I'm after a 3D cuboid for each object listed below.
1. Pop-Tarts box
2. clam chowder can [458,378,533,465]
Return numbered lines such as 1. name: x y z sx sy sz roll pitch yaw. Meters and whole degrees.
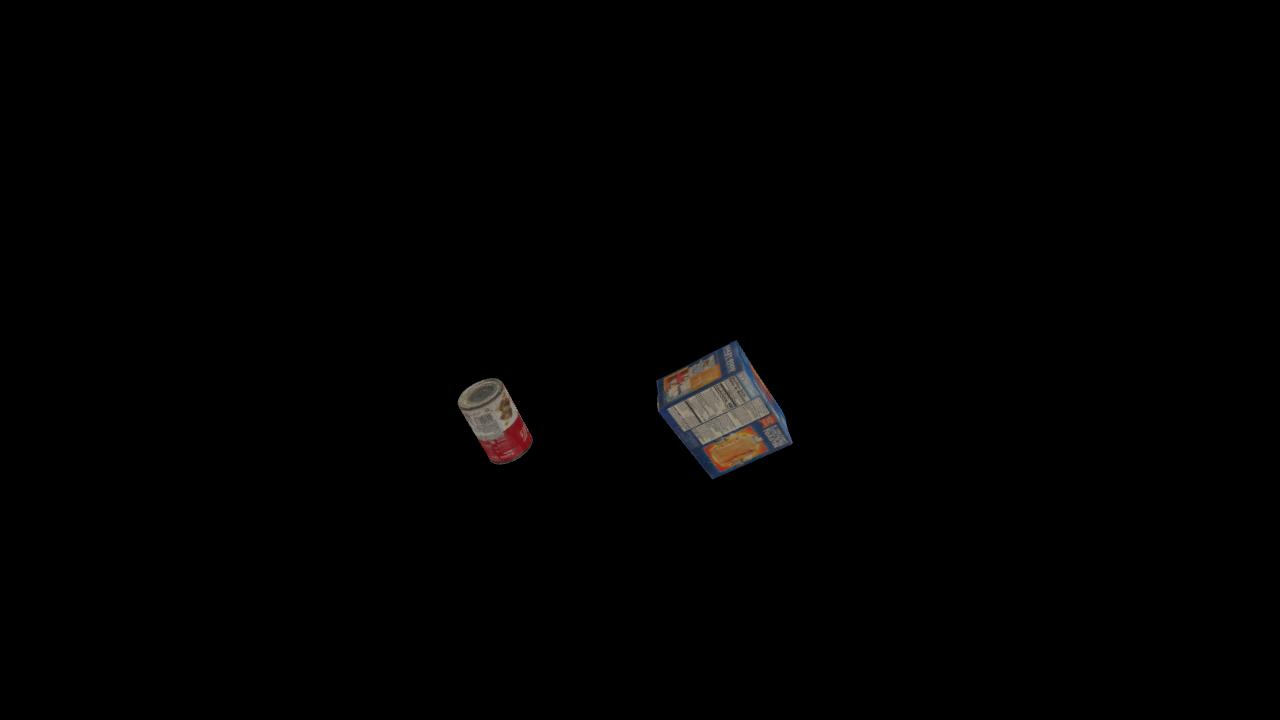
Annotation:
1. Pop-Tarts box: 0.127 0.078 0.932 0.141 0.167 0.083 -28 31 17
2. clam chowder can: -0.199 0.084 0.848 0.068 0.102 0.068 -16 31 10
